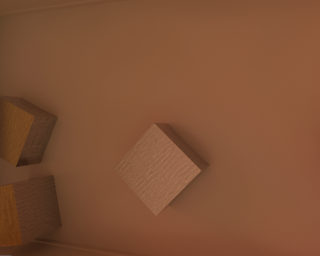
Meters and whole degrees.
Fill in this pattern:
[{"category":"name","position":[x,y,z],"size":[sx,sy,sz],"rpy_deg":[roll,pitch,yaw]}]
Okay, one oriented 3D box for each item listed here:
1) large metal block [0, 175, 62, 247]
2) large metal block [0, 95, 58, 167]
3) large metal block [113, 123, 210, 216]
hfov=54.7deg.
[{"category":"large metal block","position":[-0.195,0.117,0.450],"size":[0.050,0.080,0.080],"rpy_deg":[-12,86,20]},{"category":"large metal block","position":[-0.217,0.003,0.474],"size":[0.080,0.050,0.080],"rpy_deg":[26,99,18]},{"category":"large metal block","position":[0.003,0.050,0.396],"size":[0.080,0.050,0.080],"rpy_deg":[45,104,14]}]
